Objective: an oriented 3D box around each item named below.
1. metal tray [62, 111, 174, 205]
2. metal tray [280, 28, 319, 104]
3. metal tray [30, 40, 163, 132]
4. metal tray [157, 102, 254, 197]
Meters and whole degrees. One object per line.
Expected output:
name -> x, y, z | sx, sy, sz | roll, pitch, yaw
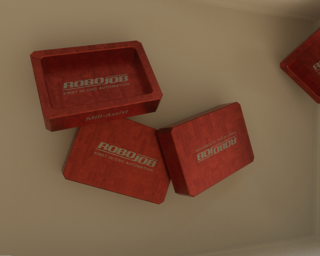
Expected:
metal tray -> -0.045, 0.036, 0.392 | 0.131, 0.030, 0.090 | 20, 83, -19
metal tray -> 0.247, -0.101, 0.435 | 0.090, 0.129, 0.030 | 45, 57, 3
metal tray -> -0.073, -0.053, 0.360 | 0.131, 0.030, 0.090 | -12, 65, -20
metal tray -> 0.066, 0.025, 0.416 | 0.131, 0.030, 0.089 | -21, 98, -35
